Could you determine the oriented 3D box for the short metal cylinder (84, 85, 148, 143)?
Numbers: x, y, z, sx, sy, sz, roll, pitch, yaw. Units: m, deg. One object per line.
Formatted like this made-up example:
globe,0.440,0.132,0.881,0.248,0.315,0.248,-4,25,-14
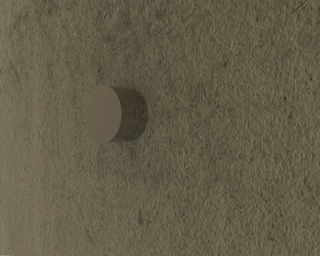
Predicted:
short metal cylinder,-0.064,-0.019,0.443,0.080,0.050,0.080,0,90,40
